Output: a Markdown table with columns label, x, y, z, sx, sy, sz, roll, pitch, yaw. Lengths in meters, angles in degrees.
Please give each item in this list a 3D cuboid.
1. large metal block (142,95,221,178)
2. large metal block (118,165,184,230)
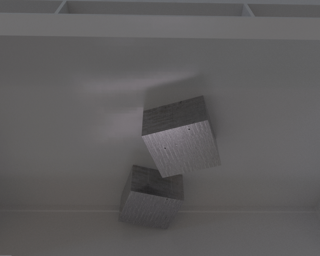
| label | x | y | z | sx | sy | sz | roll | pitch | yaw |
| --- | --- | --- | --- | --- | --- | --- | --- | --- | --- |
| large metal block | 0.029 | 0.013 | 0.404 | 0.080 | 0.050 | 0.080 | -14 | 129 | 11 |
| large metal block | -0.015 | 0.110 | 0.486 | 0.081 | 0.050 | 0.079 | 13 | 129 | -12 |
